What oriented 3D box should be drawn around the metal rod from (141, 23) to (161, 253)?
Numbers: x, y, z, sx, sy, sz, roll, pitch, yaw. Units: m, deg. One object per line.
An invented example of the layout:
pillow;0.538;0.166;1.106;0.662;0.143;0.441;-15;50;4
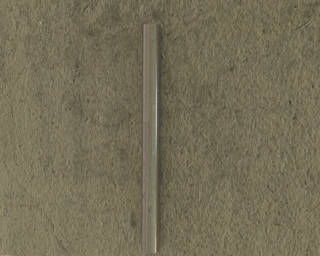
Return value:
metal rod;-0.012;0.014;0.413;0.025;0.025;0.298;0;90;19
